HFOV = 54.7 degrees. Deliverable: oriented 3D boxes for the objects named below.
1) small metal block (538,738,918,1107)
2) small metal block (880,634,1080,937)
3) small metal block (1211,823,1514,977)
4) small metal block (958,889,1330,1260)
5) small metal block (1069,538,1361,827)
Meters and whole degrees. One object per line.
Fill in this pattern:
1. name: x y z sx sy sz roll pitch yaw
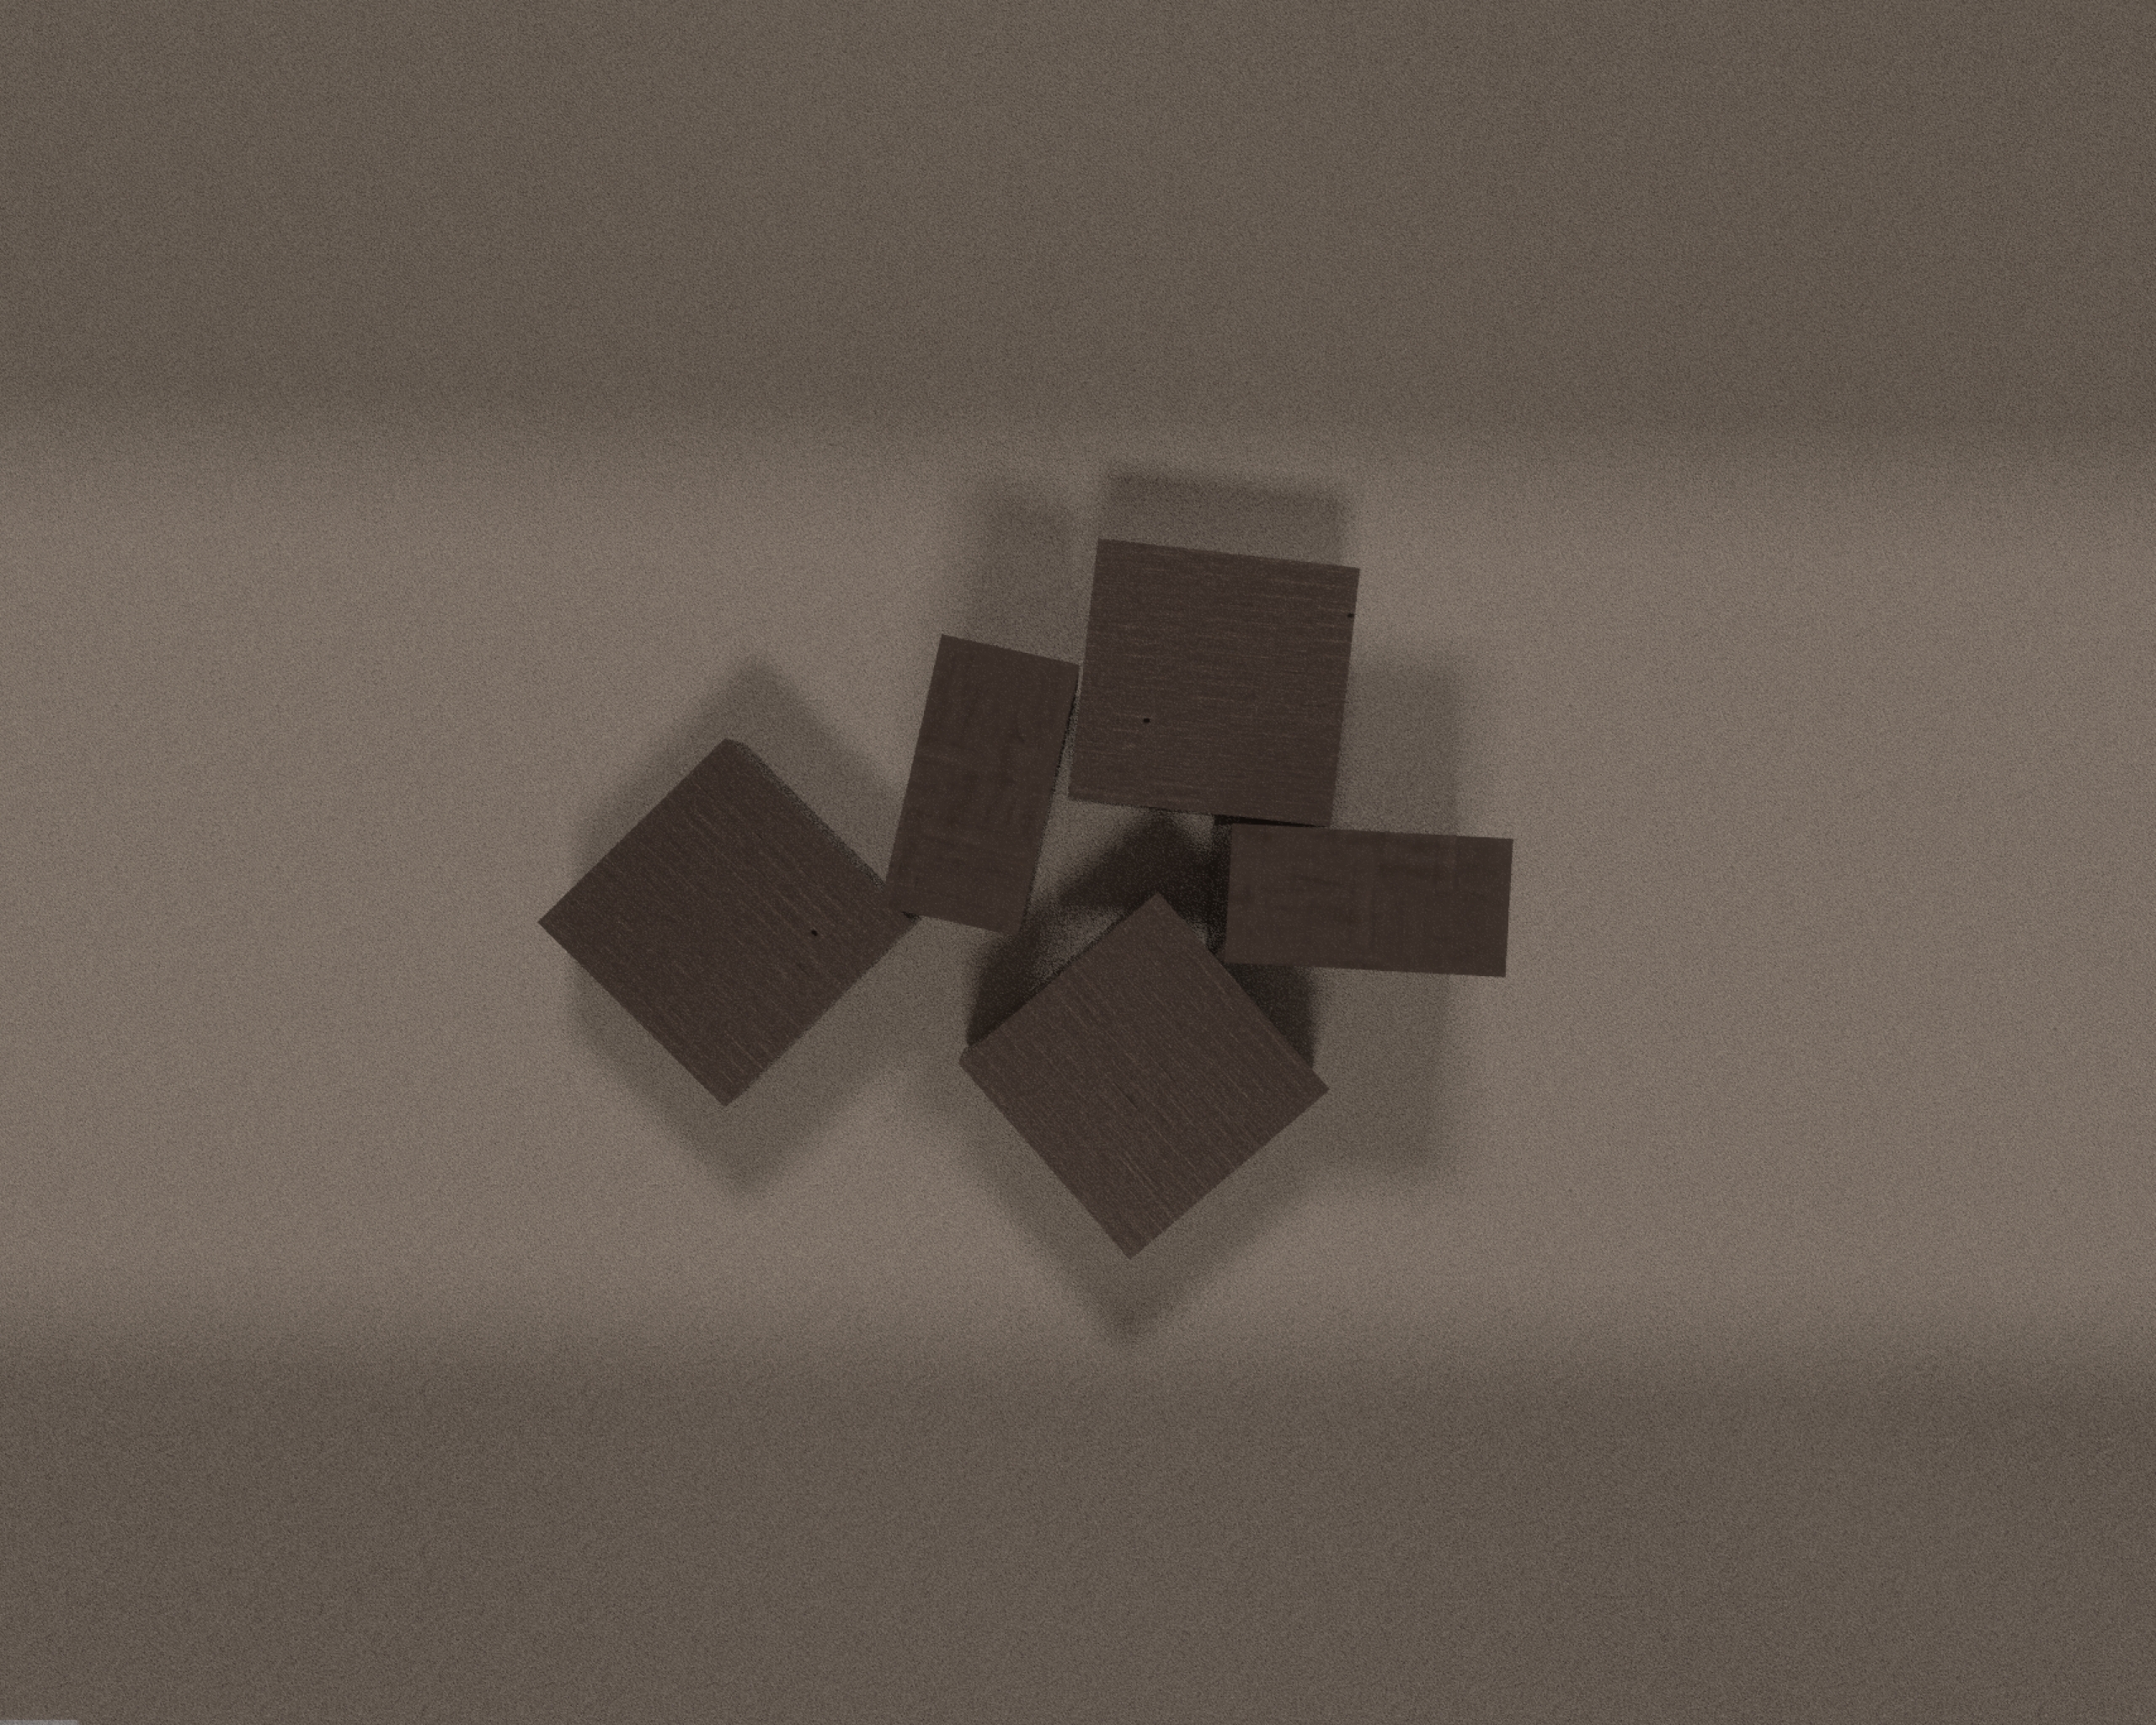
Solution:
1. small metal block: -0.067 0.011 0.409 0.050 0.025 0.050 -45 91 0
2. small metal block: -0.018 -0.014 0.396 0.025 0.050 0.050 13 90 0
3. small metal block: 0.052 0.007 0.397 0.050 0.050 0.025 3 90 -1
4. small metal block: 0.013 0.041 0.409 0.050 0.025 0.050 -41 91 0
5. small metal block: 0.026 -0.034 0.410 0.050 0.025 0.050 6 90 -1
